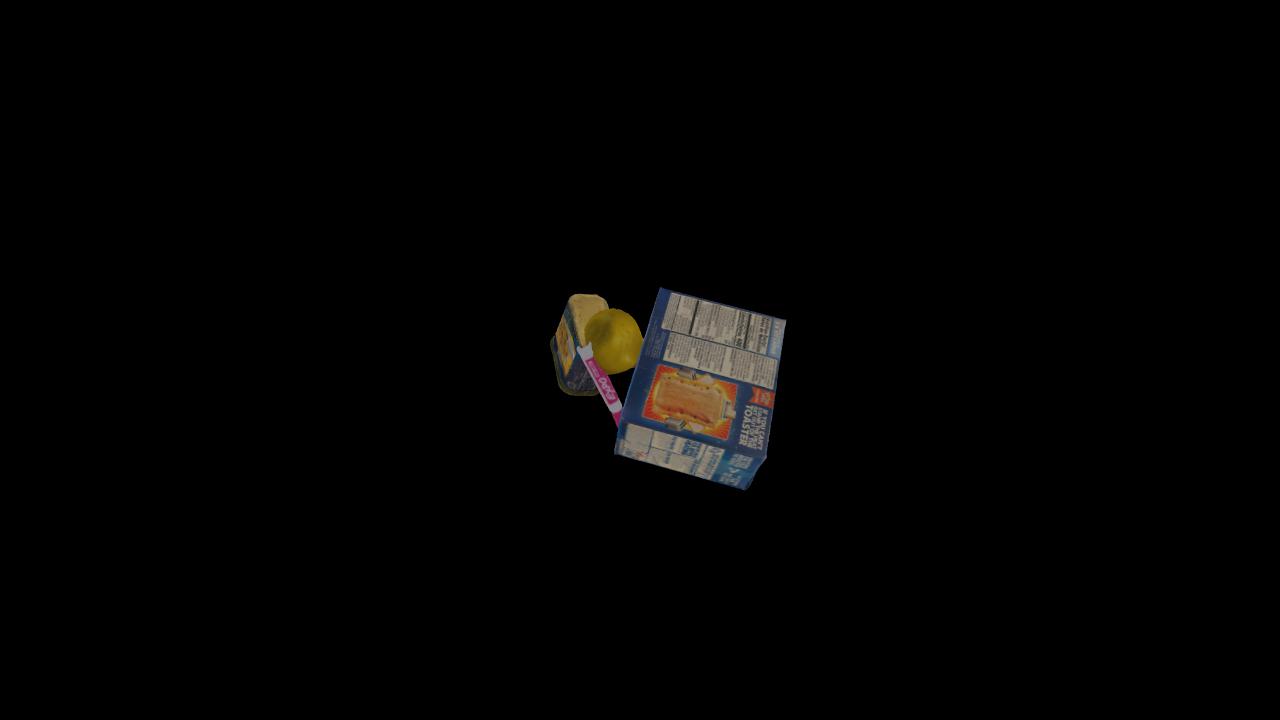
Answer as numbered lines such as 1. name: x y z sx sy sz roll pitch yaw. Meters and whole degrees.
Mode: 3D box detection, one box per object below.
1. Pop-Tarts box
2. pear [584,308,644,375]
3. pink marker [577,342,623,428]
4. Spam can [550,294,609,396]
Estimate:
1. Pop-Tarts box: 0.064 0.027 0.637 0.141 0.167 0.083 14 -32 3
2. pear: -0.021 -0.013 0.753 0.080 0.080 0.111 0 -24 39
3. pink marker: -0.041 0.033 0.732 0.020 0.121 0.020 -22 23 10
4. Spam can: -0.070 -0.020 0.768 0.058 0.101 0.085 1 -40 -25
